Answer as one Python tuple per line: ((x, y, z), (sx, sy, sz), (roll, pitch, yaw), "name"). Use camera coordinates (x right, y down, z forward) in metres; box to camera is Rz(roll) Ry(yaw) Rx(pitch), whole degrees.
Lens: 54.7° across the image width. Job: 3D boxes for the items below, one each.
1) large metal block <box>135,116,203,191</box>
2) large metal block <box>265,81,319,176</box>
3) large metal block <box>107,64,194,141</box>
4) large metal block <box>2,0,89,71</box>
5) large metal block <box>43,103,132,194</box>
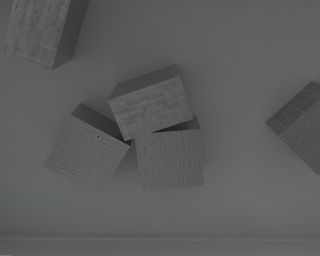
((0.012, 0.033, 0.410), (0.080, 0.050, 0.079), (-5, 110, 1), "large metal block")
((0.201, 0.000, 0.401), (0.080, 0.050, 0.080), (42, 105, -14), "large metal block")
((-0.010, -0.034, 0.370), (0.080, 0.080, 0.050), (-18, 109, 6), "large metal block")
((-0.120, -0.115, 0.338), (0.050, 0.080, 0.079), (20, 109, -8), "large metal block")
((-0.092, 0.027, 0.407), (0.080, 0.050, 0.080), (29, 107, -11), "large metal block")
